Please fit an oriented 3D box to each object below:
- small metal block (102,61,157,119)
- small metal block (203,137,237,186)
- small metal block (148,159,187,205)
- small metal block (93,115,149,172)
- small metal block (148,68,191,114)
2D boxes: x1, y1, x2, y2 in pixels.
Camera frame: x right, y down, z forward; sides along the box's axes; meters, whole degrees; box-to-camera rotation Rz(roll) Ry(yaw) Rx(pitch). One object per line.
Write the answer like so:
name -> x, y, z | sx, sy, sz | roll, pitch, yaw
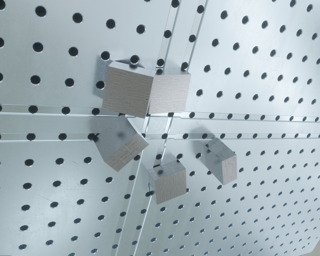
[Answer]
small metal block -> -0.035, -0.043, 0.350 | 0.050, 0.025, 0.050 | 14, 115, 0
small metal block -> 0.093, 0.051, 0.476 | 0.025, 0.050, 0.050 | -23, 127, -15
small metal block -> 0.011, 0.081, 0.467 | 0.050, 0.025, 0.050 | -17, 125, -19
small metal block -> -0.048, 0.017, 0.378 | 0.050, 0.050, 0.025 | -42, 129, 0
small metal block -> 0.007, -0.047, 0.385 | 0.050, 0.025, 0.050 | -6, 121, -25
